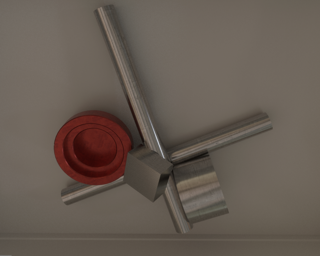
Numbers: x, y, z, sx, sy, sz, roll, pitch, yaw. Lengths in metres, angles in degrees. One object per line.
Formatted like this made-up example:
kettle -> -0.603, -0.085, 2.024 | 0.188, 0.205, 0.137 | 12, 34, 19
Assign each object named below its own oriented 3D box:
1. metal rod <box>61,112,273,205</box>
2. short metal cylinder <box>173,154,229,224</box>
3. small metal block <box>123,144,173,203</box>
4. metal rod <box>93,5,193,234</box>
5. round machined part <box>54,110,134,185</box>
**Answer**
metal rod -> 0.004, 0.045, 0.426 | 0.301, 0.025, 0.025 | -21, 109, 7
short metal cylinder -> 0.054, 0.081, 0.411 | 0.050, 0.080, 0.080 | -19, 109, 6
small metal block -> -0.016, 0.056, 0.386 | 0.050, 0.025, 0.050 | 31, 129, 23
metal rod -> -0.016, -0.001, 0.390 | 0.025, 0.025, 0.298 | -18, 102, 6
round machined part -> -0.084, 0.023, 0.408 | 0.099, 0.042, 0.097 | 0, 110, -1
